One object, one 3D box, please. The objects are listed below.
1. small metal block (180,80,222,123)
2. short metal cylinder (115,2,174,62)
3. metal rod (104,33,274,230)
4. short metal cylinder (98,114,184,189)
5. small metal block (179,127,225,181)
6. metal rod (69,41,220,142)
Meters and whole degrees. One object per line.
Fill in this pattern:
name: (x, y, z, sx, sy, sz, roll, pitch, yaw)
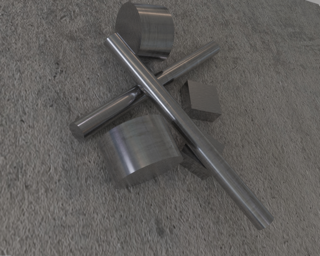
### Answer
small metal block: (0.060, -0.039, 0.460, 0.050, 0.025, 0.050, 9, 58, -24)
short metal cylinder: (-0.023, -0.133, 0.437, 0.050, 0.080, 0.080, -9, 66, -32)
metal rod: (0.032, -0.001, 0.388, 0.025, 0.025, 0.300, -34, 81, -38)
short metal cylinder: (-0.021, 0.027, 0.340, 0.081, 0.080, 0.050, -13, 69, -33)
small metal block: (0.052, 0.033, 0.412, 0.050, 0.025, 0.050, 36, 51, -4)
metal rod: (-0.001, -0.067, 0.444, 0.025, 0.025, 0.302, 48, 51, 5)
